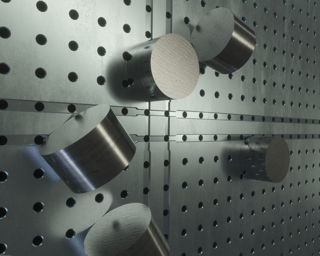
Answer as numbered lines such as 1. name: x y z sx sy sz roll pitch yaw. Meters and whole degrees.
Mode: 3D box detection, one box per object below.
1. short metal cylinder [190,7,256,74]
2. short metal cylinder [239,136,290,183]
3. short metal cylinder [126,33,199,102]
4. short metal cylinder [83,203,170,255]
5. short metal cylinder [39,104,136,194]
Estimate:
1. short metal cylinder: 0.089 -0.124 0.447 0.050 0.080 0.080 19 78 -39
2. short metal cylinder: 0.186 0.054 0.548 0.081 0.050 0.079 0 90 -40
3. short metal cylinder: 0.004 -0.075 0.396 0.081 0.050 0.079 0 91 -40
4. short metal cylinder: -0.036 0.129 0.343 0.080 0.080 0.050 -39 114 -33
5. short metal cylinder: -0.072 0.019 0.313 0.080 0.080 0.050 -46 118 -30
